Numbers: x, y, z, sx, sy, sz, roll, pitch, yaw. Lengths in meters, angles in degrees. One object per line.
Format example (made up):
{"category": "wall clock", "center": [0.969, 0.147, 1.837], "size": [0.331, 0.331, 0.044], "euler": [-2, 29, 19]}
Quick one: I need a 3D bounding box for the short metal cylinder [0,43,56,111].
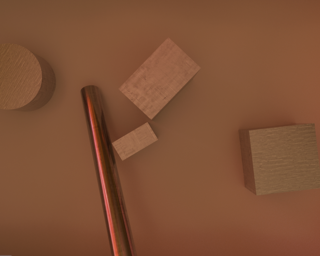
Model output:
{"category": "short metal cylinder", "center": [-0.182, -0.062, 0.396], "size": [0.081, 0.050, 0.079], "euler": [0, 90, -1]}

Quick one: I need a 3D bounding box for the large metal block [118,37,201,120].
{"category": "large metal block", "center": [0.000, -0.055, 0.384], "size": [0.050, 0.080, 0.080], "euler": [44, 90, -1]}

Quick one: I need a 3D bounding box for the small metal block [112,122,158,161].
{"category": "small metal block", "center": [-0.030, 0.016, 0.399], "size": [0.050, 0.050, 0.025], "euler": [-31, 90, 0]}

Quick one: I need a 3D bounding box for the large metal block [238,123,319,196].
{"category": "large metal block", "center": [0.152, 0.038, 0.401], "size": [0.081, 0.050, 0.079], "euler": [-7, 90, -1]}

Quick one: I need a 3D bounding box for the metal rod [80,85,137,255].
{"category": "metal rod", "center": [-0.053, 0.078, 0.345], "size": [0.025, 0.025, 0.299], "euler": [-17, 63, 0]}
